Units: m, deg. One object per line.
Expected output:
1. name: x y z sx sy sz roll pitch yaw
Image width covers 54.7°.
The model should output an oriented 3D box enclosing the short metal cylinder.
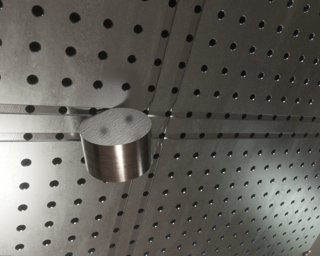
1. short metal cylinder: -0.049 0.017 0.361 0.081 0.080 0.050 -15 125 -21
